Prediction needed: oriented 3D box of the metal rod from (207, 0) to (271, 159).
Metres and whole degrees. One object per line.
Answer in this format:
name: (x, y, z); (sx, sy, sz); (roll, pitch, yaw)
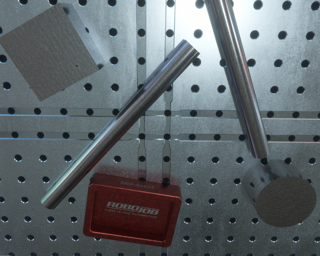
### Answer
metal rod: (0.089, -0.095, 0.379); (0.025, 0.025, 0.298); (-19, 109, 6)

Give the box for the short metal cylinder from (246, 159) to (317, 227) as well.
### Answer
short metal cylinder: (0.168, 0.091, 0.436); (0.081, 0.050, 0.079); (0, 110, -1)

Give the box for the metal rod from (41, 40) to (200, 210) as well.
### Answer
metal rod: (-0.061, 0.005, 0.414); (0.025, 0.025, 0.299); (41, 105, -14)

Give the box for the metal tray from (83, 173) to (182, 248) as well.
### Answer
metal tray: (-0.041, 0.122, 0.455); (0.131, 0.030, 0.089); (10, 110, -4)

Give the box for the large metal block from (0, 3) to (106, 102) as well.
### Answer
large metal block: (-0.122, -0.090, 0.365); (0.080, 0.050, 0.080); (-26, 108, 9)
